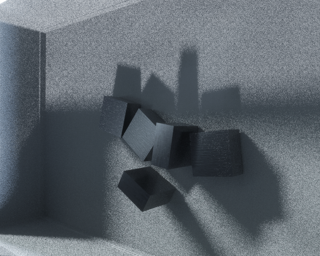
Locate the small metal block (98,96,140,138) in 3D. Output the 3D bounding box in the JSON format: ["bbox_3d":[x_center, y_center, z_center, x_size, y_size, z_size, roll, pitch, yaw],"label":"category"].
[{"bbox_3d":[-0.060,-0.017,0.451,0.050,0.025,0.050,20,102,38],"label":"small metal block"}]

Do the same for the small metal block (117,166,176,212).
[{"bbox_3d":[-0.017,0.077,0.400,0.050,0.050,0.025,37,114,33],"label":"small metal block"}]

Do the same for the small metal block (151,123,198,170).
[{"bbox_3d":[0.018,0.020,0.372,0.025,0.050,0.050,12,98,38],"label":"small metal block"}]

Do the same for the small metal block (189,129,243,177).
[{"bbox_3d":[0.063,0.029,0.350,0.050,0.025,0.050,-7,86,39],"label":"small metal block"}]

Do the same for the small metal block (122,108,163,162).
[{"bbox_3d":[-0.017,0.009,0.415,0.050,0.025,0.050,46,117,30],"label":"small metal block"}]
